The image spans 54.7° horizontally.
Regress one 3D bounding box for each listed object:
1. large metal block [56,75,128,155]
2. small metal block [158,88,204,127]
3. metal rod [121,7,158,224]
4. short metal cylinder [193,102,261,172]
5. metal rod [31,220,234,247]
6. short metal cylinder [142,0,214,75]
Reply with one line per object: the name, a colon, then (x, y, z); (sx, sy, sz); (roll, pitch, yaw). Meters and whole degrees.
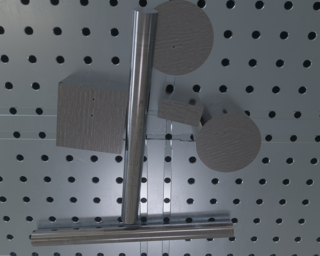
large metal block: (-0.082, -0.018, 0.393); (0.081, 0.050, 0.079); (8, 110, -3)
small metal block: (0.025, -0.027, 0.390); (0.050, 0.050, 0.025); (13, 110, -5)
metal rod: (-0.030, 0.009, 0.384); (0.025, 0.025, 0.298); (6, 122, -2)
short metal cylinder: (0.085, 0.011, 0.405); (0.081, 0.050, 0.079); (0, 110, 0)
metal rod: (-0.041, 0.161, 0.472); (0.302, 0.025, 0.025); (-3, 110, 1)
short metal cylinder: (0.018, -0.106, 0.361); (0.081, 0.050, 0.079); (0, 110, 0)
